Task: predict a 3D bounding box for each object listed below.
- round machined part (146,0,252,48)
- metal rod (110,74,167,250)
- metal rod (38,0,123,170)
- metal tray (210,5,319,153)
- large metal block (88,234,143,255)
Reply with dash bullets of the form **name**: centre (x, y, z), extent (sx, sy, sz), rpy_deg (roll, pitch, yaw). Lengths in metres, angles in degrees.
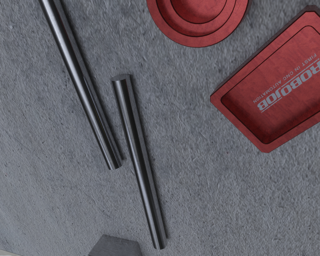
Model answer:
- **round machined part**: centre (0.039, -0.130, 0.294), extent (0.098, 0.042, 0.097), rpy_deg (13, 124, 20)
- **metal rod**: centre (-0.025, 0.066, 0.459), extent (0.025, 0.025, 0.298), rpy_deg (3, 120, 26)
- **metal rod**: centre (-0.110, -0.073, 0.417), extent (0.025, 0.025, 0.298), rpy_deg (-4, 117, 29)
- **metal tray**: centre (0.126, -0.042, 0.310), extent (0.090, 0.030, 0.129), rpy_deg (44, 129, -3)
- **large metal block**: centre (-0.078, 0.257, 0.589), extent (0.080, 0.050, 0.079), rpy_deg (1, 119, 27)
